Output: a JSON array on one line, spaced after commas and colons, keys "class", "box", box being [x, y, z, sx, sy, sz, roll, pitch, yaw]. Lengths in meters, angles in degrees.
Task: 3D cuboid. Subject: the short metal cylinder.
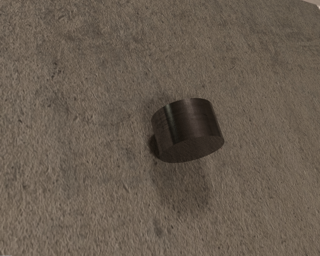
[{"class": "short metal cylinder", "box": [0.034, 0.005, 0.385, 0.081, 0.080, 0.050, 0, 62, -29]}]
